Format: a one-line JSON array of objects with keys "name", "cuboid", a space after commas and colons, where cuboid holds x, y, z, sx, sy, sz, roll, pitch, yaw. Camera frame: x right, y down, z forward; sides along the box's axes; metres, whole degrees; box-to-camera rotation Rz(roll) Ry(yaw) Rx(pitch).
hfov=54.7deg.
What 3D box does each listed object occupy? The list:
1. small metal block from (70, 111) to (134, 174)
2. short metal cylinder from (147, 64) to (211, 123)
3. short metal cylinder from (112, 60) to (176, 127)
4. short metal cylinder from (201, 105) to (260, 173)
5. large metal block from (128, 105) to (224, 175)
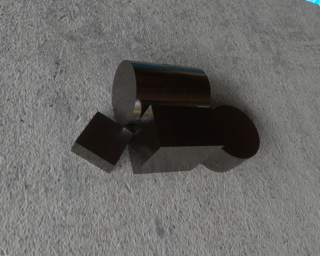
[{"name": "small metal block", "cuboid": [-0.066, 0.017, 0.360, 0.050, 0.025, 0.050, 33, 51, -7]}, {"name": "short metal cylinder", "cuboid": [0.022, -0.042, 0.408, 0.050, 0.080, 0.080, 1, 62, -28]}, {"name": "short metal cylinder", "cuboid": [-0.022, -0.041, 0.384, 0.050, 0.080, 0.080, 1, 62, -28]}, {"name": "short metal cylinder", "cuboid": [0.088, 0.015, 0.427, 0.081, 0.050, 0.080, 14, 56, -21]}, {"name": "large metal block", "cuboid": [0.014, 0.016, 0.369, 0.081, 0.080, 0.050, 1, 62, -28]}]
